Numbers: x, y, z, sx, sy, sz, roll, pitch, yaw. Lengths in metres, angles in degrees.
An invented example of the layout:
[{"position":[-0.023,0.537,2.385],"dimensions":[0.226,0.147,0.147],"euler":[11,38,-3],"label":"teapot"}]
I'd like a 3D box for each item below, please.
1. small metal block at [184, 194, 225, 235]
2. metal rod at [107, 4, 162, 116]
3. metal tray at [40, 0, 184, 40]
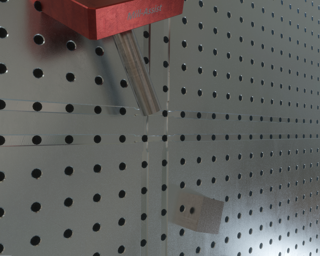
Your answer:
[{"position":[0.068,0.131,0.469],"dimensions":[0.050,0.025,0.050],"euler":[22,76,-38],"label":"small metal block"},{"position":[-0.059,-0.155,0.334],"dimensions":[0.025,0.025,0.298],"euler":[-31,108,-36],"label":"metal rod"},{"position":[-0.047,-0.139,0.332],"dimensions":[0.131,0.090,0.030],"euler":[-31,143,-36],"label":"metal tray"}]
